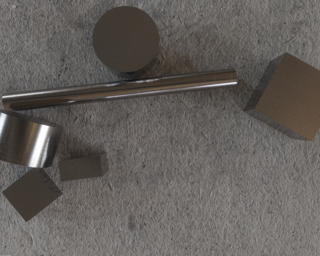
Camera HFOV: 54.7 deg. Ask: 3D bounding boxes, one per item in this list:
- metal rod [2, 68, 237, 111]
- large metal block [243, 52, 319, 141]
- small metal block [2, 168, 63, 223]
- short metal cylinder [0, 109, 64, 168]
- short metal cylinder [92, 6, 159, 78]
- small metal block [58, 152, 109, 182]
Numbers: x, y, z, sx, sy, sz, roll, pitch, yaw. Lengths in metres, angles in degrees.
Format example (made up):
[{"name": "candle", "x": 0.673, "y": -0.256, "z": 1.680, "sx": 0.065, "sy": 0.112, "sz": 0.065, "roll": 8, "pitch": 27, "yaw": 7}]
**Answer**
[{"name": "metal rod", "x": -0.051, "y": -0.050, "z": 0.409, "sx": 0.302, "sy": 0.025, "sz": 0.025, "roll": -6, "pitch": 90, "yaw": -1}, {"name": "large metal block", "x": 0.168, "y": -0.038, "z": 0.400, "sx": 0.080, "sy": 0.050, "sz": 0.080, "roll": 29, "pitch": 90, "yaw": -1}, {"name": "small metal block", "x": -0.167, "y": 0.086, "z": 0.408, "sx": 0.050, "sy": 0.025, "sz": 0.050, "roll": -39, "pitch": 91, "yaw": 0}, {"name": "short metal cylinder", "x": -0.166, "y": 0.012, "z": 0.380, "sx": 0.080, "sy": 0.080, "sz": 0.050, "roll": 17, "pitch": 90, "yaw": -1}, {"name": "short metal cylinder", "x": -0.041, "y": -0.107, "z": 0.397, "sx": 0.081, "sy": 0.050, "sz": 0.079, "roll": 0, "pitch": 90, "yaw": -1}, {"name": "small metal block", "x": -0.096, "y": 0.049, "z": 0.396, "sx": 0.050, "sy": 0.050, "sz": 0.025, "roll": -7, "pitch": 90, "yaw": 0}]
